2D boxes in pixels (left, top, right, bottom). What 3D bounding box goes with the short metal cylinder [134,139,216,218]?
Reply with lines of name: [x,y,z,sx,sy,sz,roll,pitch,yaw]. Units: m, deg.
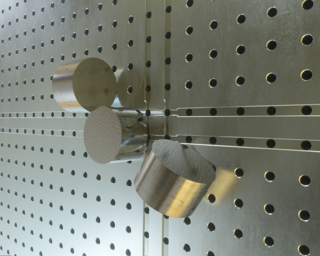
short metal cylinder: [0.017,0.056,0.358,0.080,0.081,0.050,41,115,32]

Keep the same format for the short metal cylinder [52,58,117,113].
short metal cylinder: [-0.111,-0.062,0.463,0.050,0.081,0.079,2,92,40]

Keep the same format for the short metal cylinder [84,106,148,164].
short metal cylinder: [-0.064,0.010,0.443,0.080,0.050,0.079,0,89,39]
